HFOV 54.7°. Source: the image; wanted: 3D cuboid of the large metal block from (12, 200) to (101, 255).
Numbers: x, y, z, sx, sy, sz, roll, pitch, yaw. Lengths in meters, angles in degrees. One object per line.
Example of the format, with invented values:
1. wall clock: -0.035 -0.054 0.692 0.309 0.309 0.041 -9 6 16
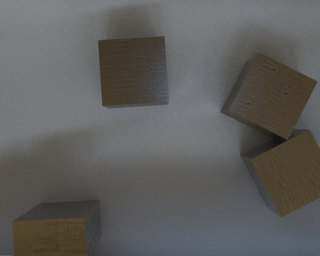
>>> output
1. large metal block: -0.122 0.126 0.383 0.080 0.080 0.050 -3 90 0

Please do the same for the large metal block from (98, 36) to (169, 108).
1. large metal block: -0.032 -0.069 0.398 0.080 0.050 0.080 -4 90 0

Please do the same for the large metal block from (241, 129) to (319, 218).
1. large metal block: 0.164 0.055 0.400 0.080 0.050 0.080 -27 90 0

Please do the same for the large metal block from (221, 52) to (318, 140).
1. large metal block: 0.137 -0.039 0.400 0.080 0.050 0.080 27 90 0
